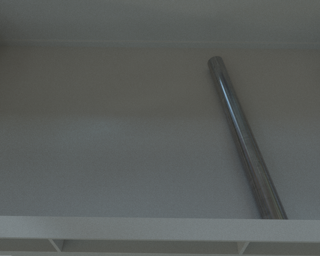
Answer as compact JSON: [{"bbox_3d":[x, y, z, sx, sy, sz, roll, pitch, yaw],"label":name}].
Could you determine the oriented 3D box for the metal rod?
[{"bbox_3d":[0.107,0.010,0.397,0.025,0.025,0.300,-6,50,-5],"label":"metal rod"}]
